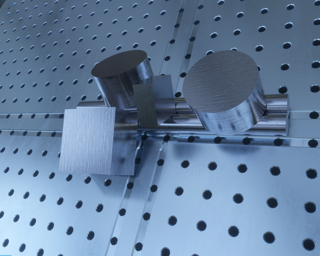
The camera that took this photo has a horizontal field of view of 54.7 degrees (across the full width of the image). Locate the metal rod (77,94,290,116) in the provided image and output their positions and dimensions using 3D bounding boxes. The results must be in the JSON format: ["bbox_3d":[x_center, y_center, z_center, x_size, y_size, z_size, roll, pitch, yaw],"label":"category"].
[{"bbox_3d":[0.011,-0.028,0.415,0.300,0.025,0.025,1,62,28],"label":"metal rod"}]

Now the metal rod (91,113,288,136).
[{"bbox_3d":[0.005,-0.006,0.405,0.300,0.025,0.025,1,62,28],"label":"metal rod"}]

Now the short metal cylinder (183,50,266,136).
[{"bbox_3d":[0.072,-0.038,0.341,0.080,0.050,0.080,-13,56,21],"label":"short metal cylinder"}]

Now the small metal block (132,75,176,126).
[{"bbox_3d":[-0.005,-0.034,0.375,0.025,0.050,0.050,1,20,28],"label":"small metal block"}]

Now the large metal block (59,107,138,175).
[{"bbox_3d":[-0.078,0.018,0.400,0.080,0.050,0.080,-1,82,28],"label":"large metal block"}]

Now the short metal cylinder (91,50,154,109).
[{"bbox_3d":[-0.049,-0.070,0.438,0.080,0.050,0.080,-13,33,9],"label":"short metal cylinder"}]
